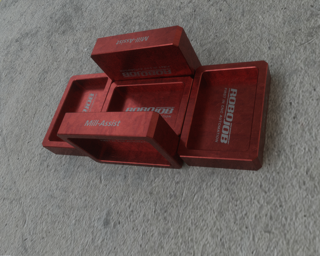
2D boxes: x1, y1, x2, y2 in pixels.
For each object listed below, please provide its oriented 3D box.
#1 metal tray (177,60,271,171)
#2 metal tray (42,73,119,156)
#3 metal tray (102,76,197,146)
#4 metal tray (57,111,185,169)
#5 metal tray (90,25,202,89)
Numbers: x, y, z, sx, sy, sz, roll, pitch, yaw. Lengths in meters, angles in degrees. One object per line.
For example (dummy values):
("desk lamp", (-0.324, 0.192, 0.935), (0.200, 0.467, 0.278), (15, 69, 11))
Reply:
("metal tray", (0.079, -0.017, 0.371), (0.090, 0.030, 0.130), (1, 62, 28))
("metal tray", (-0.116, -0.022, 0.474), (0.090, 0.030, 0.130), (1, 62, 28))
("metal tray", (-0.018, -0.023, 0.424), (0.130, 0.030, 0.090), (1, 62, 28))
("metal tray", (-0.045, 0.016, 0.374), (0.130, 0.090, 0.030), (0, 62, 28))
("metal tray", (-0.017, -0.089, 0.426), (0.130, 0.090, 0.030), (0, 62, 28))
